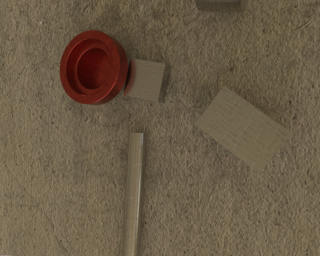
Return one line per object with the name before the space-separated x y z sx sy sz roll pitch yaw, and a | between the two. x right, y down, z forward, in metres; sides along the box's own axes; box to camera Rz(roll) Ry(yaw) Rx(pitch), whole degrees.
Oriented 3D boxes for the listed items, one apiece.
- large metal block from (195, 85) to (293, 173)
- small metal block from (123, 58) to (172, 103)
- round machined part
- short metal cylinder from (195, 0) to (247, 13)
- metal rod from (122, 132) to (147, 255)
large metal block | 0.095 0.000 0.346 0.080 0.080 0.050 39 102 15
small metal block | -0.017 -0.063 0.414 0.050 0.025 0.050 13 94 19
round machined part | -0.085 -0.080 0.425 0.098 0.042 0.097 -1 88 25
short metal cylinder | 0.074 -0.175 0.353 0.050 0.080 0.079 10 93 19
metal rod | -0.039 0.155 0.421 0.025 0.025 0.298 4 91 19
